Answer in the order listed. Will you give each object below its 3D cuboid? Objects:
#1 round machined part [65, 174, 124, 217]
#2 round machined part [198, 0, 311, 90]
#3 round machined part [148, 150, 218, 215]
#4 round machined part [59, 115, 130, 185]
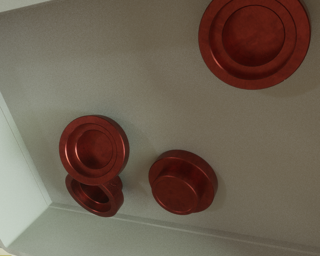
[{"bbox_3d":[-0.100,0.095,0.503,0.098,0.042,0.097,17,131,20],"label":"round machined part"},{"bbox_3d":[0.090,-0.089,0.295,0.098,0.042,0.097,13,124,20],"label":"round machined part"},{"bbox_3d":[0.027,0.082,0.433,0.098,0.042,0.097,13,124,20],"label":"round machined part"},{"bbox_3d":[-0.090,0.029,0.445,0.098,0.042,0.097,1,95,13],"label":"round machined part"}]
